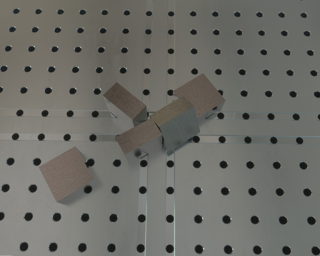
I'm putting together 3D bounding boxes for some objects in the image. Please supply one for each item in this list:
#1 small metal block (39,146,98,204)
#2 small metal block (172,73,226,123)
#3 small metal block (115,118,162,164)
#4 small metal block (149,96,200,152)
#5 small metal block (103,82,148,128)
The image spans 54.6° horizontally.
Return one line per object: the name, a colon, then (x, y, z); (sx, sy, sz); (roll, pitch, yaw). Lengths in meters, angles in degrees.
small metal block: (-0.114, 0.059, 0.390); (0.050, 0.025, 0.050); (-31, 73, -11)
small metal block: (0.053, -0.039, 0.426); (0.050, 0.025, 0.050); (-32, 73, -12)
small metal block: (-0.025, 0.018, 0.392); (0.050, 0.050, 0.025); (-28, 73, -10)
small metal block: (0.020, -0.005, 0.397); (0.050, 0.050, 0.025); (-31, 47, -10)
small metal block: (-0.044, -0.026, 0.408); (0.050, 0.050, 0.025); (39, 75, 13)
